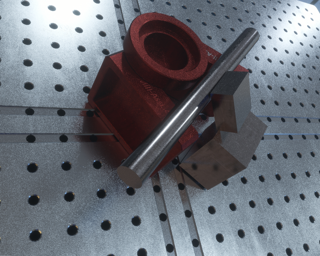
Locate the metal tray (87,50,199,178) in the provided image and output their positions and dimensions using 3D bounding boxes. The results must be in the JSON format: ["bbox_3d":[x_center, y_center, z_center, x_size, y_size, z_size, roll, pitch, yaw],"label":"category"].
[{"bbox_3d":[-0.025,-0.014,0.362,0.030,0.090,0.130,-33,81,-38],"label":"metal tray"}]

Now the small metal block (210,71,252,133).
[{"bbox_3d":[0.082,-0.030,0.352,0.025,0.050,0.050,9,42,32],"label":"small metal block"}]

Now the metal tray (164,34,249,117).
[{"bbox_3d":[0.046,-0.075,0.438,0.131,0.090,0.030,28,53,-11],"label":"metal tray"}]

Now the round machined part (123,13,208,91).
[{"bbox_3d":[0.003,-0.084,0.363,0.099,0.042,0.098,14,56,-21],"label":"round machined part"}]

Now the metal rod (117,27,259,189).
[{"bbox_3d":[0.053,-0.046,0.350,0.025,0.025,0.301,42,51,0],"label":"metal rod"}]

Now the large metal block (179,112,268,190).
[{"bbox_3d":[0.081,0.023,0.400,0.050,0.080,0.080,42,51,0],"label":"large metal block"}]
